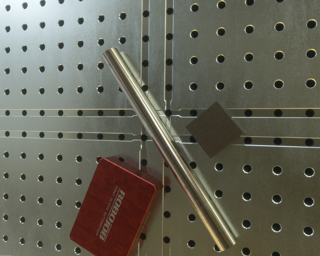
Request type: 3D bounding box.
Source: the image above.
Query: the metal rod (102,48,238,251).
[{"bbox_3d":[0.007,0.020,0.409,0.025,0.025,0.299,-35,79,16],"label":"metal rod"}]

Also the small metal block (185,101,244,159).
[{"bbox_3d":[0.069,0.002,0.388,0.050,0.025,0.050,-40,78,15],"label":"small metal block"}]

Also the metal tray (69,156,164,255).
[{"bbox_3d":[-0.062,0.116,0.431,0.090,0.030,0.129,25,98,17],"label":"metal tray"}]
